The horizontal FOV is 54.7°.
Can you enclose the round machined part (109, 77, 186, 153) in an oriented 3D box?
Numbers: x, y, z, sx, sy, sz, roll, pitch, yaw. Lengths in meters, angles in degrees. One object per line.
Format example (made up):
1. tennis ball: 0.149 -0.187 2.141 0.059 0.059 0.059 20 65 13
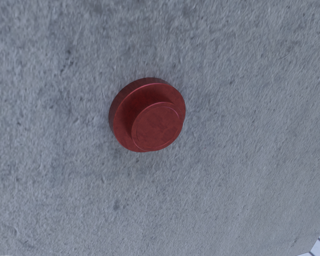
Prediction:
1. round machined part: -0.010 -0.010 0.386 0.099 0.042 0.097 -14 125 -21
